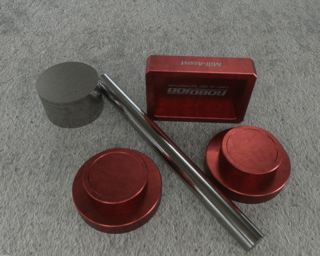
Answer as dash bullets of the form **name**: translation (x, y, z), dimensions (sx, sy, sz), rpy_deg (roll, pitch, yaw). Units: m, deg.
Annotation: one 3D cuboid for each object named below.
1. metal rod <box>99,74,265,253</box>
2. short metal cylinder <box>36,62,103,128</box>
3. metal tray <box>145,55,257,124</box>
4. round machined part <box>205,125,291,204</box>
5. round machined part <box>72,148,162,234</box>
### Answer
- **metal rod**: translation (0.005, 0.023, 0.383), dimensions (0.025, 0.025, 0.300), rpy_deg (-30, 56, -23)
- **short metal cylinder**: translation (-0.121, -0.046, 0.424), dimensions (0.081, 0.050, 0.080), rpy_deg (0, 50, 0)
- **metal tray**: translation (0.049, -0.048, 0.401), dimensions (0.131, 0.089, 0.030), rpy_deg (2, 50, 1)
- **round machined part**: translation (0.104, 0.035, 0.364), dimensions (0.099, 0.042, 0.098), rpy_deg (0, 50, 0)
- **round machined part**: translation (-0.047, 0.061, 0.341), dimensions (0.099, 0.042, 0.098), rpy_deg (0, 50, 0)
